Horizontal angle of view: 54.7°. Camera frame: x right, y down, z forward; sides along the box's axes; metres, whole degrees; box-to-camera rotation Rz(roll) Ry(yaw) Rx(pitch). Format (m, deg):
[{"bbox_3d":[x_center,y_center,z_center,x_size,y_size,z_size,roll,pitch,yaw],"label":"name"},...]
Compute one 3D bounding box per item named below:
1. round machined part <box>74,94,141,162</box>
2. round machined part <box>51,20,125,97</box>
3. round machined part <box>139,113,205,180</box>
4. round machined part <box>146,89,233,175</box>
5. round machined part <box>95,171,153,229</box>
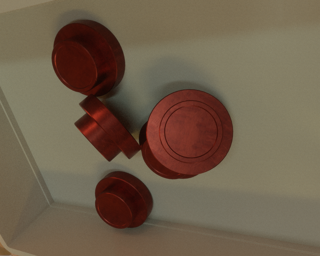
[{"bbox_3d":[-0.073,0.006,0.406,0.098,0.042,0.098,46,171,10],"label":"round machined part"},{"bbox_3d":[-0.098,-0.084,0.397,0.098,0.042,0.097,13,124,21],"label":"round machined part"},{"bbox_3d":[0.015,0.028,0.407,0.098,0.042,0.097,13,124,21],"label":"round machined part"},{"bbox_3d":[0.033,0.005,0.349,0.099,0.042,0.097,0,88,1],"label":"round machined part"},{"bbox_3d":[-0.065,0.123,0.502,0.098,0.042,0.097,11,117,22],"label":"round machined part"}]
